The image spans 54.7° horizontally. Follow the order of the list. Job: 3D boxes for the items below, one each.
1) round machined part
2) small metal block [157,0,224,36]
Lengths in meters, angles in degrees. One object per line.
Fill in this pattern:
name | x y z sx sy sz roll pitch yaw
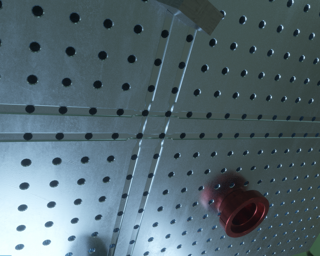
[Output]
round machined part | 0.152 0.155 0.582 0.099 0.042 0.097 -14 125 -21
small metal block | 0.032 -0.129 0.334 0.050 0.050 0.025 25 105 -37
